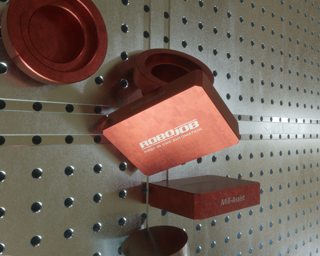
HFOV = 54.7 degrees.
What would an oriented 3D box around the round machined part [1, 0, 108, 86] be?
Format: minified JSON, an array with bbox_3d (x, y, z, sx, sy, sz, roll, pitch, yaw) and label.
[{"bbox_3d":[-0.106,-0.091,0.310,0.099,0.042,0.097,0,90,-40],"label":"round machined part"}]

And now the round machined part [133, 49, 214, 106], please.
[{"bbox_3d":[0.014,-0.057,0.388,0.099,0.098,0.042,-23,144,-38],"label":"round machined part"}]

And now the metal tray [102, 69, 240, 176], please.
[{"bbox_3d":[0.012,0.000,0.354,0.090,0.130,0.030,49,31,-29],"label":"metal tray"}]

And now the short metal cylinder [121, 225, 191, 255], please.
[{"bbox_3d":[-0.003,0.160,0.373,0.081,0.080,0.050,-15,100,-39],"label":"short metal cylinder"}]

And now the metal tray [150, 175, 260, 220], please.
[{"bbox_3d":[0.063,0.090,0.421,0.131,0.090,0.030,1,90,-40],"label":"metal tray"}]
